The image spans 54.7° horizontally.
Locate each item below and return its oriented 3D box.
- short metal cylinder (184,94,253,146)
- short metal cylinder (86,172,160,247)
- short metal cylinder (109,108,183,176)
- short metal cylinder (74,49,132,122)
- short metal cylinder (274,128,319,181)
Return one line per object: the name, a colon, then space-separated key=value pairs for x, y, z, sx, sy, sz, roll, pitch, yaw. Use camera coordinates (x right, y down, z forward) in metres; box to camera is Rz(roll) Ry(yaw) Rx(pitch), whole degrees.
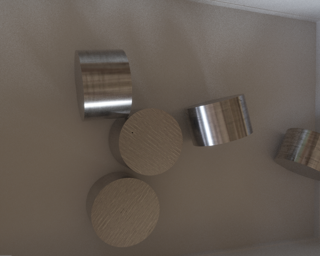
short metal cylinder: x=0.077 y=-0.011 z=0.409 sx=0.081 sy=0.080 sz=0.050 roll=-16 pitch=96 yaw=-19
short metal cylinder: x=-0.047 y=0.097 z=0.380 sx=0.081 sy=0.050 sz=0.080 roll=0 pitch=90 yaw=-20
short metal cylinder: x=-0.019 y=0.016 z=0.388 sx=0.081 sy=0.050 sz=0.079 roll=-1 pitch=92 yaw=-22
short metal cylinder: x=-0.067 y=-0.049 z=0.356 sx=0.050 sy=0.080 sz=0.079 roll=-6 pitch=92 yaw=-20
short metal cylinder: x=0.220 y=0.040 z=0.462 sx=0.080 sy=0.080 sz=0.050 roll=29 pitch=81 yaw=-18
